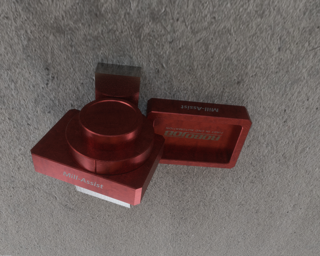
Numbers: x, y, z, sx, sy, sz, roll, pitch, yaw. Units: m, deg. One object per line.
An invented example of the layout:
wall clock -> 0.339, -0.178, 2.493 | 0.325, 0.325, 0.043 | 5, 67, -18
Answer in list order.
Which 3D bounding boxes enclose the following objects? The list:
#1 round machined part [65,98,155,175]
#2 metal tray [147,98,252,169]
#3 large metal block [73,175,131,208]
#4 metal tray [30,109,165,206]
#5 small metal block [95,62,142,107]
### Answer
round machined part -> -0.055, 0.002, 0.347 | 0.099, 0.098, 0.042 | 5, 130, -5
metal tray -> 0.045, 0.010, 0.414 | 0.131, 0.030, 0.089 | 5, 130, -5
large metal block -> -0.070, 0.057, 0.415 | 0.080, 0.050, 0.080 | 16, 144, 9
metal tray -> -0.069, 0.029, 0.368 | 0.131, 0.090, 0.030 | 17, 131, 9
small metal block -> -0.050, -0.048, 0.368 | 0.050, 0.025, 0.050 | 5, 130, -5
